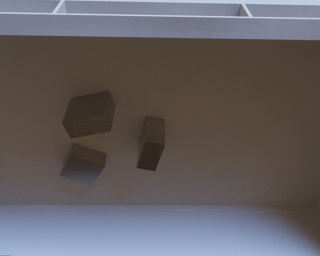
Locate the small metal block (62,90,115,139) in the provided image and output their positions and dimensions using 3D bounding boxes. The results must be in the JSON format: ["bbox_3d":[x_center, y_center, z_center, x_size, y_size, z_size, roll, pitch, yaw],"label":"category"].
[{"bbox_3d":[-0.085,-0.017,0.377,0.050,0.050,0.025,-10,130,8],"label":"small metal block"}]

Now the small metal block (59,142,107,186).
[{"bbox_3d":[-0.113,0.054,0.454,0.050,0.025,0.050,23,126,-19],"label":"small metal block"}]

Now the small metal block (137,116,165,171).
[{"bbox_3d":[-0.012,0.020,0.410,0.025,0.050,0.050,11,129,-10],"label":"small metal block"}]
